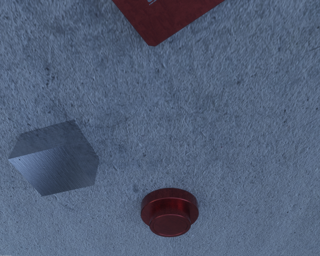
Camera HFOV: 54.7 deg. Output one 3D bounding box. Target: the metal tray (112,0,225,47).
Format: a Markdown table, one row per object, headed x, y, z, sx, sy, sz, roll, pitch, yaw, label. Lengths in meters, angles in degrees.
| x | y | z | sx | sy | sz | roll | pitch | yaw | label |
| --- | --- | --- | --- | --- | --- | --- | --- | --- | --- |
| 0.018 | -0.146 | 0.280 | 0.130 | 0.030 | 0.090 | -29 | 125 | 22 | metal tray |

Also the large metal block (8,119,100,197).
| x | y | z | sx | sy | sz | roll | pitch | yaw | label |
| --- | --- | --- | --- | --- | --- | --- | --- | --- | --- |
| -0.141 | 0.043 | 0.425 | 0.080 | 0.050 | 0.080 | -14 | 129 | 11 | large metal block |

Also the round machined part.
| x | y | z | sx | sy | sz | roll | pitch | yaw | label |
| --- | --- | --- | --- | --- | --- | --- | --- | --- | --- |
| 0.017 | 0.148 | 0.523 | 0.099 | 0.042 | 0.097 | -1 | 130 | 0 | round machined part |
